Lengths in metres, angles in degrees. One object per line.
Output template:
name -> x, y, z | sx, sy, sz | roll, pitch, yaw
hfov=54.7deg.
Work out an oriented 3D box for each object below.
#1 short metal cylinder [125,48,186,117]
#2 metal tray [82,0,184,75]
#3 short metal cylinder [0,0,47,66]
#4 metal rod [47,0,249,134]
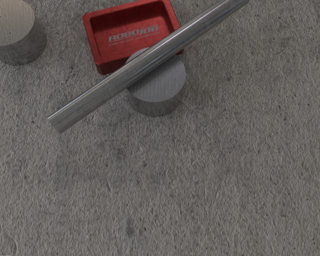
short metal cylinder -> -0.007, -0.061, 0.417 | 0.081, 0.050, 0.080 | 0, 70, 0
metal tray -> -0.038, -0.138, 0.455 | 0.131, 0.030, 0.090 | -16, 71, -6
short metal cylinder -> -0.211, -0.137, 0.443 | 0.081, 0.050, 0.080 | 0, 70, 0
metal rod -> -0.005, -0.091, 0.388 | 0.301, 0.025, 0.025 | -37, 74, -13
